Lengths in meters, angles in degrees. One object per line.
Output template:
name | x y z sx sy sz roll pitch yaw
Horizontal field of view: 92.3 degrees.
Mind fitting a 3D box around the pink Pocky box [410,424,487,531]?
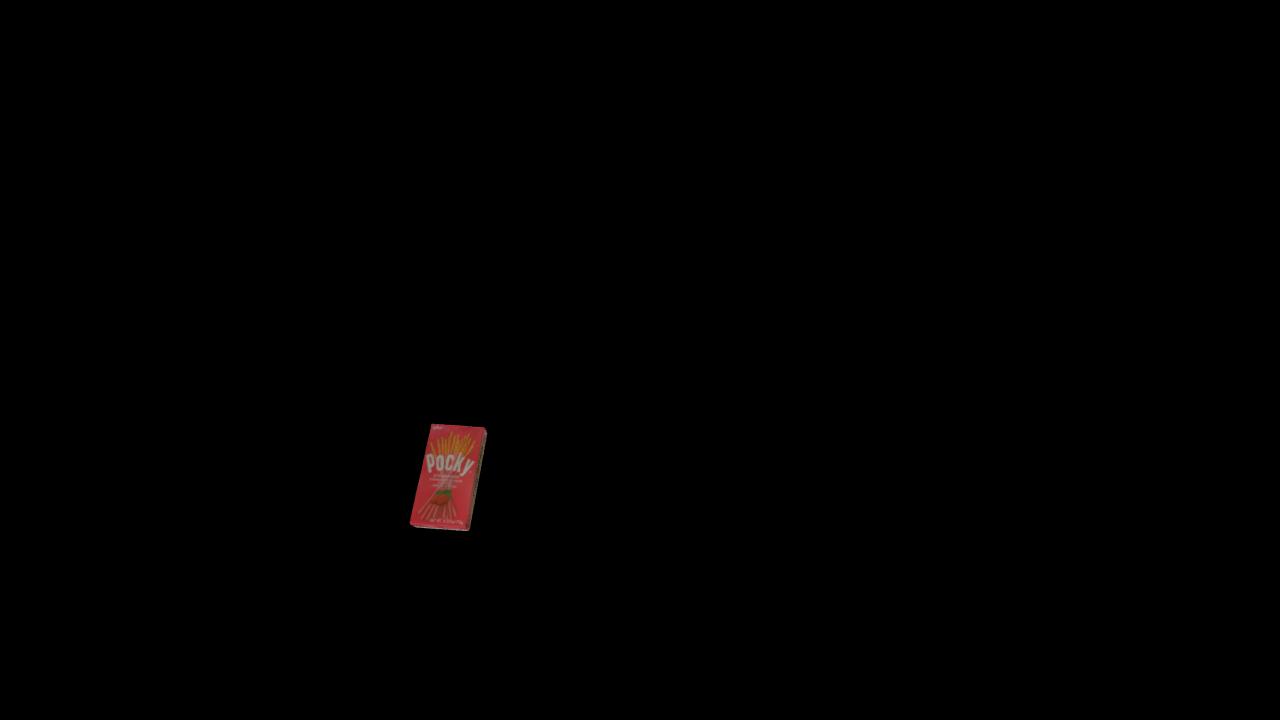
pink Pocky box | -0.284 0.173 0.919 0.084 0.155 0.029 4 -26 2
